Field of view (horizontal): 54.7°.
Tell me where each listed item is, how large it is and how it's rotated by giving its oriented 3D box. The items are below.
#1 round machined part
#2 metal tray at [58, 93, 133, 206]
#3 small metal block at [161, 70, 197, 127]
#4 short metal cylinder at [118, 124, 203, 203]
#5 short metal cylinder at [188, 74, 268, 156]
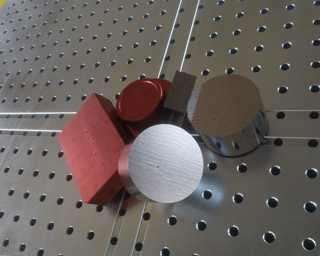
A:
[{"bbox_3d":[-0.020,-0.029,0.420,0.098,0.042,0.098,-13,56,21],"label":"round machined part"},{"bbox_3d":[-0.082,0.025,0.413,0.090,0.030,0.130,-48,50,14],"label":"metal tray"},{"bbox_3d":[0.022,-0.032,0.372,0.025,0.050,0.050,18,67,5],"label":"small metal block"},{"bbox_3d":[-0.001,0.040,0.336,0.080,0.080,0.050,-67,12,-19],"label":"short metal cylinder"},{"bbox_3d":[0.078,-0.015,0.355,0.080,0.050,0.080,-13,56,21],"label":"short metal cylinder"}]
